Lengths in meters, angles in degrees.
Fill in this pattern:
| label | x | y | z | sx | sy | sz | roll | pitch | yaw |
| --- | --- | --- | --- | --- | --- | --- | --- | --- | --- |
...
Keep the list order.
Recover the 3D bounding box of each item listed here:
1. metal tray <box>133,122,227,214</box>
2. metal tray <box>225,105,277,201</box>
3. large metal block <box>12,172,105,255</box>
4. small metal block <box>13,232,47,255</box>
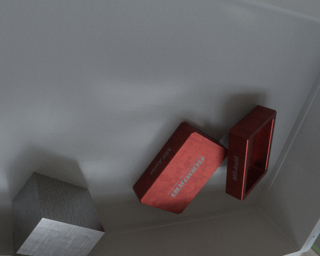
| label | x | y | z | sx | sy | sz | roll | pitch | yaw |
| --- | --- | --- | --- | --- | --- | --- | --- | --- | --- |
| metal tray | 0.032 | 0.064 | 0.465 | 0.090 | 0.030 | 0.130 | 29 | 103 | -38 |
| metal tray | 0.143 | 0.040 | 0.489 | 0.091 | 0.030 | 0.129 | -35 | 134 | -36 |
| large metal block | -0.124 | 0.107 | 0.373 | 0.080 | 0.080 | 0.050 | 30 | 101 | -38 |
| small metal block | -0.158 | 0.148 | 0.399 | 0.050 | 0.050 | 0.025 | 28 | 103 | -38 |
